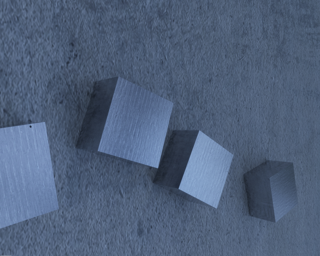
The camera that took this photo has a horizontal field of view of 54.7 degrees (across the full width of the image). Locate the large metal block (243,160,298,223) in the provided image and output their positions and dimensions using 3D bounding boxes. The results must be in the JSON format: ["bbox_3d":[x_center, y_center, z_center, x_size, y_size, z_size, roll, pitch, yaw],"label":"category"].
[{"bbox_3d":[0.200,0.110,0.556,0.081,0.050,0.079,-18,102,-39],"label":"large metal block"}]

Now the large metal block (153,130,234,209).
[{"bbox_3d":[0.048,0.056,0.429,0.080,0.050,0.080,34,69,-35],"label":"large metal block"}]

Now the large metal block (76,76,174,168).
[{"bbox_3d":[-0.039,-0.004,0.356,0.080,0.050,0.080,22,76,-38],"label":"large metal block"}]

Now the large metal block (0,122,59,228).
[{"bbox_3d":[-0.143,0.040,0.269,0.081,0.050,0.079,-12,98,-39],"label":"large metal block"}]
